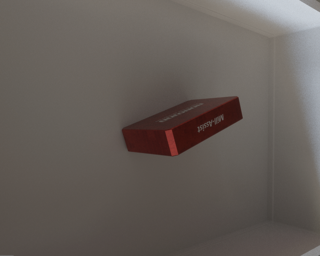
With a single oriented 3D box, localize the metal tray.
[{"bbox_3d":[0.030,-0.006,0.391,0.131,0.090,0.030,-25,106,-38],"label":"metal tray"}]
